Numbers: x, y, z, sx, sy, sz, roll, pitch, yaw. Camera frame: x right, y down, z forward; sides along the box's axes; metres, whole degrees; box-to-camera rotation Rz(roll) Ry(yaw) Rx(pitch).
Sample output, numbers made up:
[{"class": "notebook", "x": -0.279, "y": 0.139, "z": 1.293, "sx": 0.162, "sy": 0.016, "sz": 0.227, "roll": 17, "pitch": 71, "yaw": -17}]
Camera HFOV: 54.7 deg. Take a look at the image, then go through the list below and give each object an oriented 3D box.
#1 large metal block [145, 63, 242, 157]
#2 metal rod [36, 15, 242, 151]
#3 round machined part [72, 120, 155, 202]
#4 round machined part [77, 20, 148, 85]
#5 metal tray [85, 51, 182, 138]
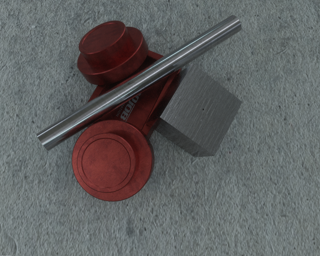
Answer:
[{"class": "large metal block", "x": 0.042, "y": -0.019, "z": 0.388, "sx": 0.080, "sy": 0.050, "sz": 0.080, "roll": 35, "pitch": 71, "yaw": -14}, {"class": "metal rod", "x": -0.018, "y": -0.064, "z": 0.402, "sx": 0.301, "sy": 0.025, "sz": 0.025, "roll": -34, "pitch": 74, "yaw": -12}, {"class": "round machined part", "x": -0.058, "y": 0.039, "z": 0.367, "sx": 0.099, "sy": 0.042, "sz": 0.097, "roll": 0, "pitch": 90, "yaw": 7}, {"class": "round machined part", "x": -0.069, "y": -0.107, "z": 0.418, "sx": 0.098, "sy": 0.042, "sz": 0.098, "roll": -13, "pitch": 47, "yaw": 15}, {"class": "metal tray", "x": -0.036, "y": -0.046, "z": 0.423, "sx": 0.090, "sy": 0.030, "sz": 0.130, "roll": 23, "pitch": 71, "yaw": 8}]
